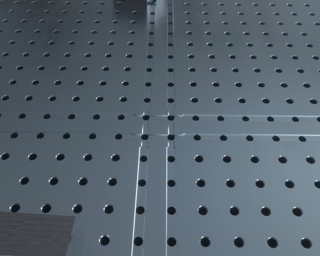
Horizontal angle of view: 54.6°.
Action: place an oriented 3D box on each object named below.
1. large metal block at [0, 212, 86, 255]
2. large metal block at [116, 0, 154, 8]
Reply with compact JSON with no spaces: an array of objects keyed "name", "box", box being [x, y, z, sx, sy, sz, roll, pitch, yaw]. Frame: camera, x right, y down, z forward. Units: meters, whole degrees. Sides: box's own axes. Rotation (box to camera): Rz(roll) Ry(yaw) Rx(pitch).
[{"name":"large metal block","box":[-0.122,0.127,0.284,0.080,0.050,0.080,3,50,2]},{"name":"large metal block","box":[-0.045,-0.300,0.644,0.080,0.050,0.080,20,53,16]}]
